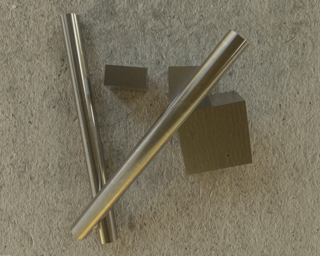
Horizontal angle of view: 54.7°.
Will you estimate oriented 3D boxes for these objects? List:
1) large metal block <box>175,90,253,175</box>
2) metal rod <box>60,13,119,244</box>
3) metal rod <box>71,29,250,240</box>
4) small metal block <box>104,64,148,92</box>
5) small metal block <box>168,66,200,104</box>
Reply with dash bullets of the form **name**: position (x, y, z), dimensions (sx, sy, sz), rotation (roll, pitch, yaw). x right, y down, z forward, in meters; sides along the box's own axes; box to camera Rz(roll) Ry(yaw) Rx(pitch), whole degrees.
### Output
- **large metal block**: position (0.064, 0.005, 0.385), dimensions (0.080, 0.050, 0.079), rotation (-11, 109, 3)
- **metal rod**: position (-0.093, 0.001, 0.408), dimensions (0.025, 0.025, 0.298), rotation (-10, 90, 0)
- **metal rod**: position (-0.011, 0.020, 0.350), dimensions (0.025, 0.025, 0.299), rotation (39, 107, -1)
- **small metal block**: position (-0.042, -0.062, 0.397), dimensions (0.050, 0.050, 0.025), rotation (5, 90, -1)
- **small metal block**: position (0.037, -0.055, 0.410), dimensions (0.050, 0.025, 0.050), rotation (-1, 90, -1)
